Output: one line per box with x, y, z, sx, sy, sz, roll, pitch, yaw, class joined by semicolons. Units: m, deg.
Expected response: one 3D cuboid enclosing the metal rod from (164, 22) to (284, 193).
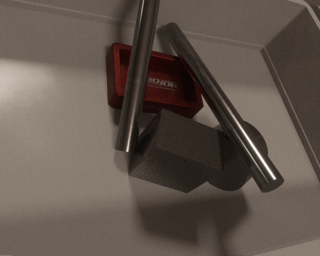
0.065;-0.050;0.400;0.025;0.025;0.300;1;45;-28;metal rod

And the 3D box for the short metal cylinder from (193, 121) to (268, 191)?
0.090;0.034;0.400;0.050;0.080;0.080;-29;78;-38;short metal cylinder

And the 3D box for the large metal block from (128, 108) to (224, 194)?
0.018;0.031;0.363;0.080;0.080;0.050;20;54;-17;large metal block

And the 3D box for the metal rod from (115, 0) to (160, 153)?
-0.019;-0.119;0.381;0.025;0.025;0.298;11;86;-23;metal rod

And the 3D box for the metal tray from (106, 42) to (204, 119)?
-0.007;-0.066;0.439;0.131;0.030;0.090;7;59;-25;metal tray
